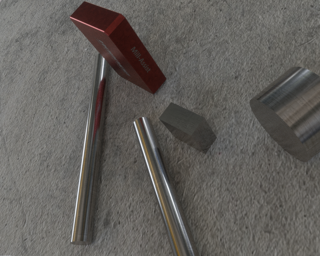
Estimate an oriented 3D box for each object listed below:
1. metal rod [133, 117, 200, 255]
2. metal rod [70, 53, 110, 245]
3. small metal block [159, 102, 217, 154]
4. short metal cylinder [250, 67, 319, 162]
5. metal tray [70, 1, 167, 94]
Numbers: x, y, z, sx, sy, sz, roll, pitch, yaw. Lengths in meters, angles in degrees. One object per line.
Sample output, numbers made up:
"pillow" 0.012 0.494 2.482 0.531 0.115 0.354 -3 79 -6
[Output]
"metal rod" 0.018 0.106 0.328 0.025 0.025 0.299 -28 52 10
"metal rod" -0.095 0.009 0.446 0.025 0.025 0.299 -14 56 20
"small metal block" 0.034 0.000 0.369 0.050 0.050 0.025 29 78 37
"short metal cylinder" 0.136 -0.013 0.305 0.050 0.080 0.080 -39 51 2
"metal tray" -0.054 -0.108 0.429 0.090 0.130 0.030 33 80 38
